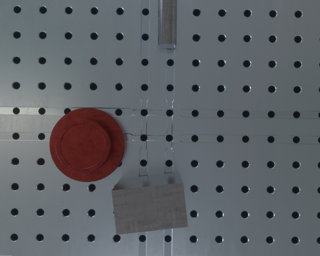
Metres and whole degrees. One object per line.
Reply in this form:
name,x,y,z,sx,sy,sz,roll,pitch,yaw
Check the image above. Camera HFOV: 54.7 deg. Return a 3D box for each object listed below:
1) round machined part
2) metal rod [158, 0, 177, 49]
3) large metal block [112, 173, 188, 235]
round machined part,-0.095,0.022,0.404,0.099,0.042,0.097,0,90,0
metal rod,0.011,-0.258,0.413,0.025,0.025,0.298,1,90,0
large metal block,-0.011,0.090,0.386,0.080,0.080,0.050,-6,90,0
